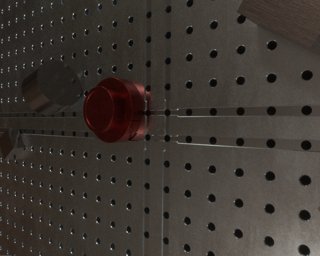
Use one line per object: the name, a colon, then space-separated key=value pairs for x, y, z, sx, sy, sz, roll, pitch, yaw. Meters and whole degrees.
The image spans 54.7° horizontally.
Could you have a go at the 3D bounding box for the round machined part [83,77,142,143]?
round machined part: x=-0.076 y=-0.026 z=0.459 sx=0.098 sy=0.042 sz=0.097 roll=0 pitch=90 yaw=39

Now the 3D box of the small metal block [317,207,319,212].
small metal block: x=0.176 y=0.078 z=0.264 sx=0.050 sy=0.025 sz=0.050 roll=-43 pitch=64 yaw=31

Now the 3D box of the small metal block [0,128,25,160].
small metal block: x=-0.322 y=0.035 z=0.670 sx=0.050 sy=0.025 sz=0.050 roll=-41 pitch=66 yaw=32

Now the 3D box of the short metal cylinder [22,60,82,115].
short metal cylinder: x=-0.180 y=-0.067 z=0.519 sx=0.050 sy=0.081 sz=0.080 roll=-21 pitch=77 yaw=38

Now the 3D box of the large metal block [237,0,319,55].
large metal block: x=0.133 y=-0.122 z=0.283 sx=0.080 sy=0.050 sz=0.079 roll=42 pitch=115 yaw=31
